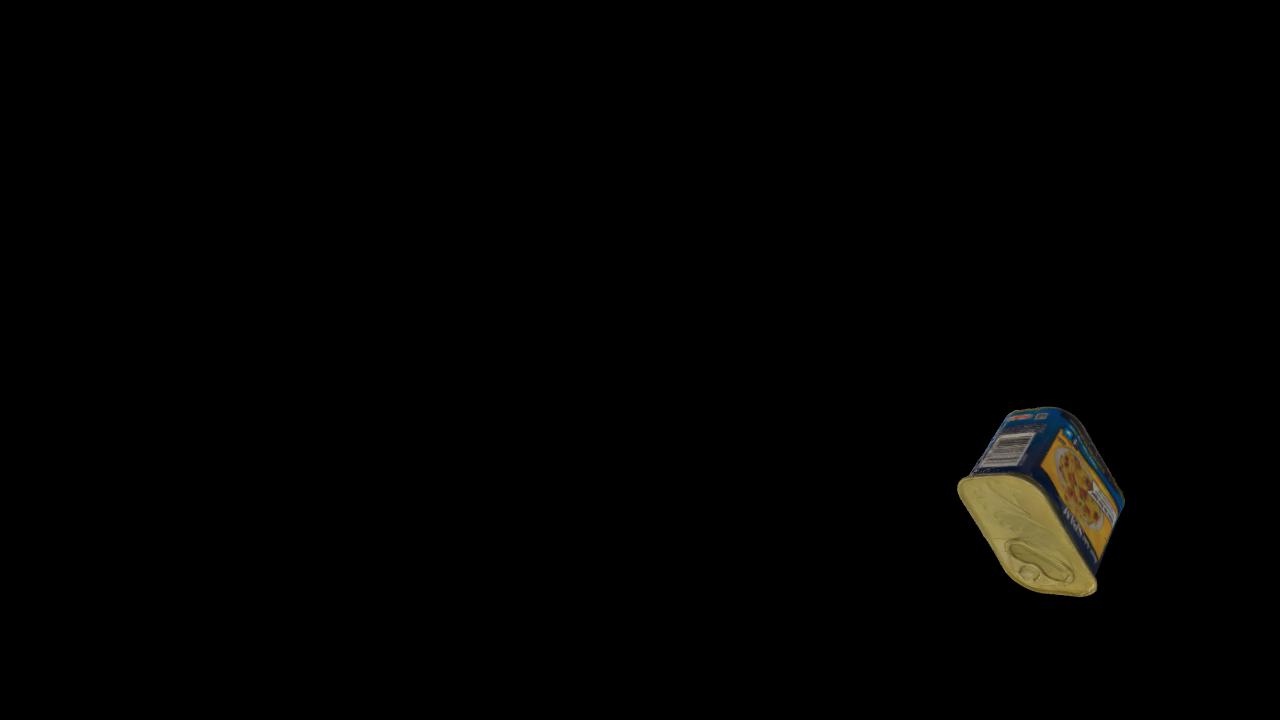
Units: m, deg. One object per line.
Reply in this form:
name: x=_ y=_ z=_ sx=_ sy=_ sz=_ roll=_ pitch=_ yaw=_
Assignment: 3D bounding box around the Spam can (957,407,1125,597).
Spam can: x=0.282 y=0.095 z=0.428 sx=0.085 sy=0.101 sz=0.058 roll=-38 pitch=9 yaw=-31
